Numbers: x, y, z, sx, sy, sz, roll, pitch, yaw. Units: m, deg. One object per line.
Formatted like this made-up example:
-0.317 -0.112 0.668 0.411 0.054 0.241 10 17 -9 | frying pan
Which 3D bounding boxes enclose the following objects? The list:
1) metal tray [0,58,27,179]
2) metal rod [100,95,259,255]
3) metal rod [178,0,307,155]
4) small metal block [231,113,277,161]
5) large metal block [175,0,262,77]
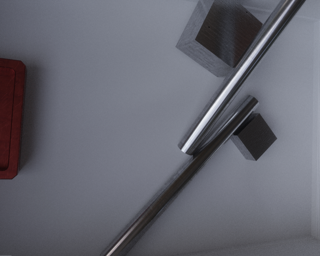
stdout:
-0.198 -0.012 0.334 0.091 0.030 0.129 4 89 -20 | metal tray
0.036 0.063 0.425 0.301 0.025 0.025 -45 105 -15 | metal rod
0.115 -0.088 0.383 0.025 0.025 0.299 28 108 -18 | metal rod
0.139 0.013 0.464 0.050 0.025 0.050 -43 104 -15 | small metal block
0.081 -0.127 0.424 0.080 0.050 0.080 30 80 -24 | large metal block
